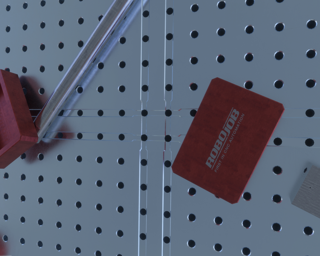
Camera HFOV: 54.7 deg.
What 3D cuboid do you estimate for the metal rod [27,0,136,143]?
[{"bbox_3d":[-0.108,-0.100,0.449,0.025,0.025,0.299,41,102,15],"label":"metal rod"}]

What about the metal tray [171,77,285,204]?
[{"bbox_3d":[0.082,0.014,0.381,0.090,0.030,0.129,27,98,17],"label":"metal tray"}]

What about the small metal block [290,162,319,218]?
[{"bbox_3d":[0.183,0.073,0.348,0.050,0.025,0.050,27,99,17],"label":"small metal block"}]

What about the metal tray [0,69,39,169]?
[{"bbox_3d":[-0.244,-0.014,0.477,0.090,0.030,0.130,-35,68,20],"label":"metal tray"}]
